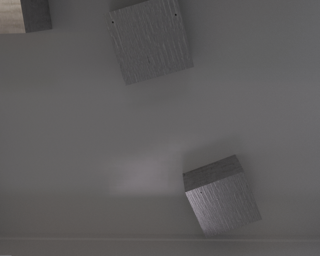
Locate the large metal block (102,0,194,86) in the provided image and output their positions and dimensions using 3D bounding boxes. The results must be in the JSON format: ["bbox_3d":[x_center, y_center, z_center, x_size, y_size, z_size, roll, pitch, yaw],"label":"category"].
[{"bbox_3d":[-0.011,-0.103,0.360,0.080,0.050,0.080,-15,110,5],"label":"large metal block"}]

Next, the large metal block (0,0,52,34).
[{"bbox_3d":[-0.173,-0.129,0.333,0.080,0.080,0.050,-1,110,0],"label":"large metal block"}]

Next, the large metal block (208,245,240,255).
[{"bbox_3d":[0.103,0.247,0.492,0.080,0.050,0.080,-26,108,9],"label":"large metal block"}]

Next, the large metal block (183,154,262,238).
[{"bbox_3d":[0.085,0.095,0.434,0.080,0.050,0.080,-22,109,7],"label":"large metal block"}]
